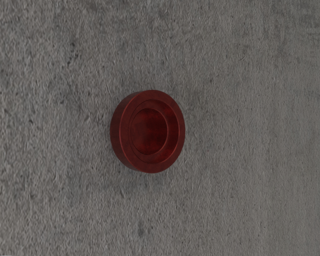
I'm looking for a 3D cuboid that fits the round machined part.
[{"bbox_3d":[-0.019,0.004,0.377,0.099,0.042,0.097,0,90,-40],"label":"round machined part"}]
